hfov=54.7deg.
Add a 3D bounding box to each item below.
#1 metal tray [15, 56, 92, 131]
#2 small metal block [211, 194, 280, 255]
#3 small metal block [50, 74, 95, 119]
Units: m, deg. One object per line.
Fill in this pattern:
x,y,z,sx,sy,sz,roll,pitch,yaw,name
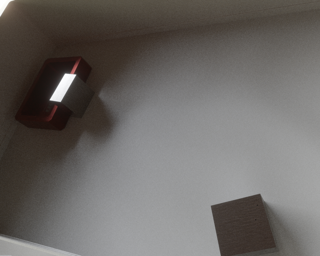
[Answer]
-0.182,-0.062,0.532,0.090,0.030,0.130,4,64,29,metal tray
0.082,0.098,0.302,0.050,0.025,0.050,-19,55,17,small metal block
-0.137,-0.050,0.490,0.025,0.050,0.050,10,67,32,small metal block
